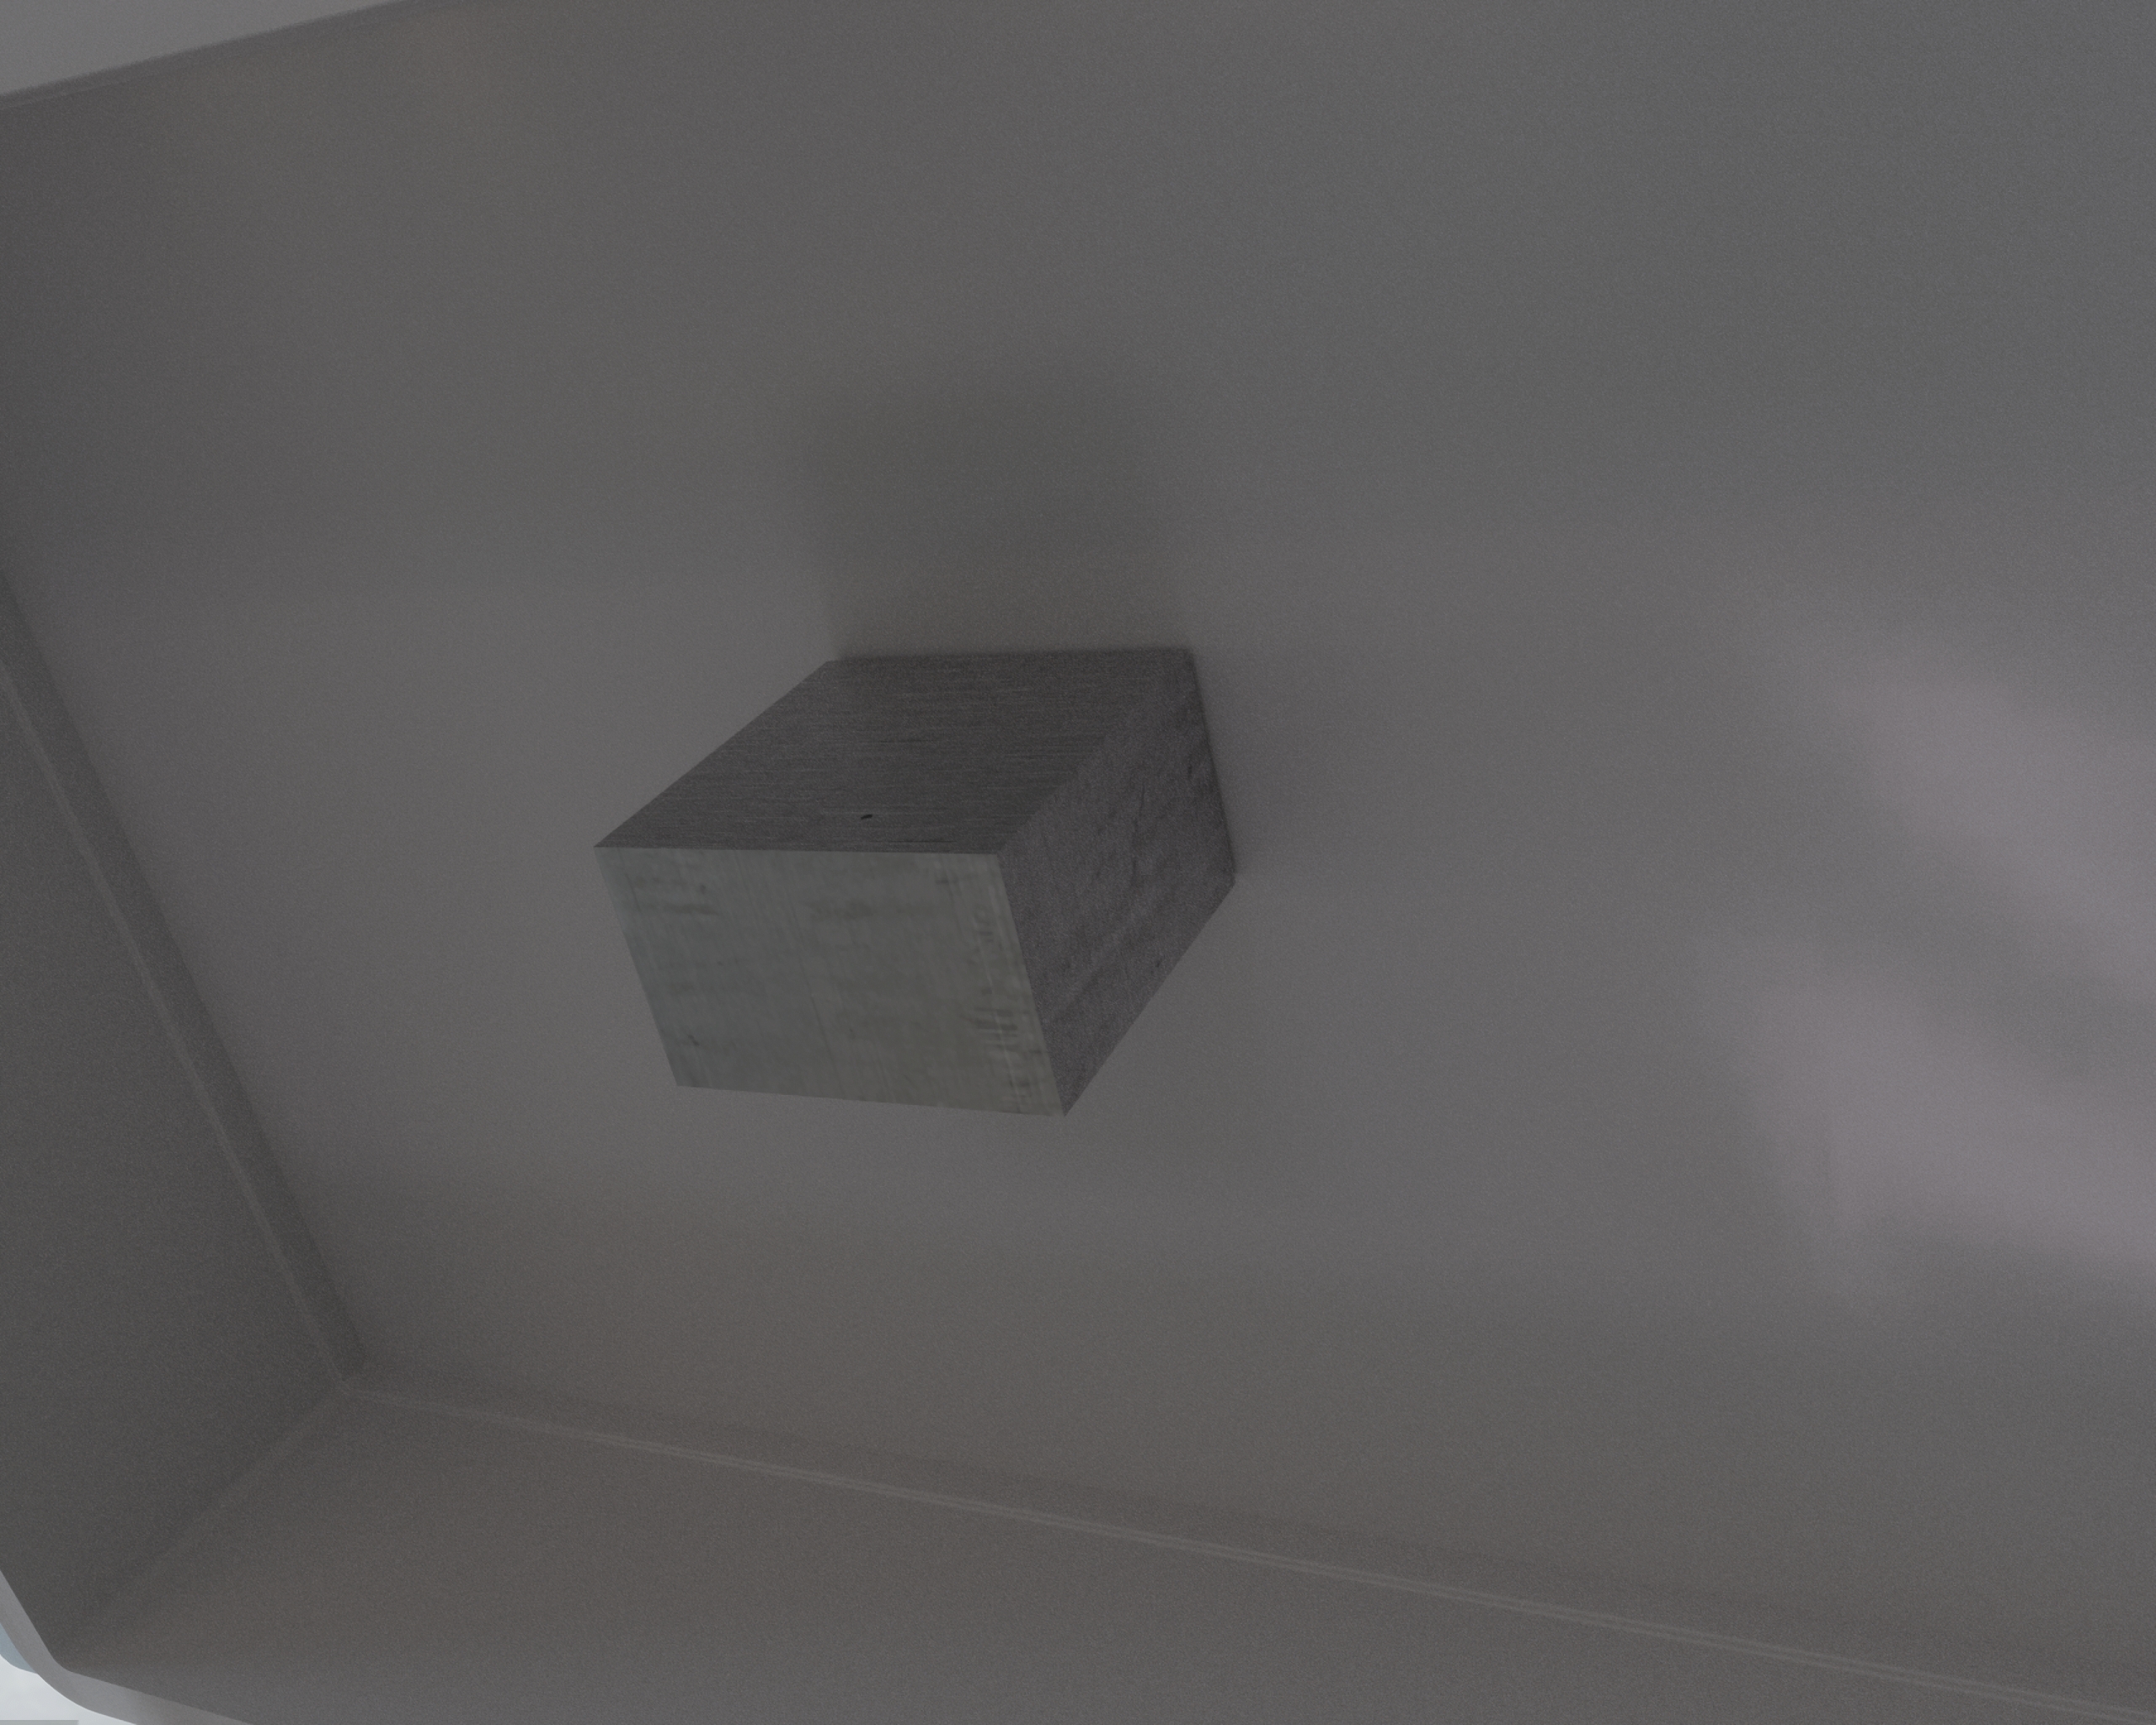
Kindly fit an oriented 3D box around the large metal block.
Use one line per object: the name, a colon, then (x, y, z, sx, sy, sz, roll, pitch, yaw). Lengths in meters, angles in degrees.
large metal block: (-0.027, 0.001, 0.385, 0.080, 0.080, 0.050, 1, 119, 27)
